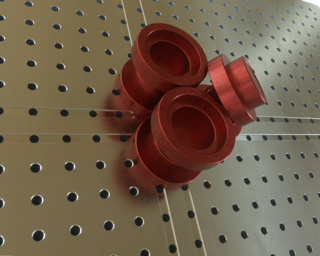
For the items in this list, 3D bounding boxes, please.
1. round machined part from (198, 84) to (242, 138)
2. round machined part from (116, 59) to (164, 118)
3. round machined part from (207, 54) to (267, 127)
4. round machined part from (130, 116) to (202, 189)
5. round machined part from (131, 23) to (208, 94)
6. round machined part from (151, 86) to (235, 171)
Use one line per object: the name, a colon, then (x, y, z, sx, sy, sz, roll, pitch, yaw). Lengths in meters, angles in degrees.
round machined part: (0.081, -0.025, 0.456, 0.099, 0.042, 0.098, 13, 56, -21)
round machined part: (-0.008, -0.063, 0.432, 0.099, 0.042, 0.098, 13, 56, -21)
round machined part: (0.105, -0.054, 0.405, 0.098, 0.042, 0.098, 45, 30, -35)
round machined part: (0.015, 0.024, 0.391, 0.099, 0.042, 0.098, 13, 56, -21)
round machined part: (0.009, -0.083, 0.398, 0.099, 0.042, 0.098, 13, 56, -21)
round machined part: (0.034, 0.004, 0.358, 0.099, 0.042, 0.098, 13, 56, -21)
